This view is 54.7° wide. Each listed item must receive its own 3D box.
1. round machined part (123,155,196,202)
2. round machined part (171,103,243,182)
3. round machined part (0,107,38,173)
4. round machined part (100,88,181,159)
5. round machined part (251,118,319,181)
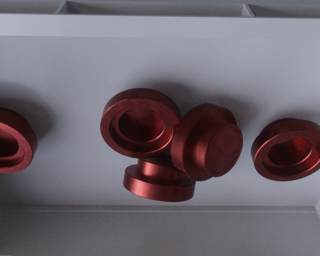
[{"bbox_3d":[0.001,0.063,0.426,0.099,0.098,0.042,9,97,-8],"label":"round machined part"},{"bbox_3d":[0.064,0.022,0.382,0.099,0.042,0.097,-17,117,-35],"label":"round machined part"},{"bbox_3d":[-0.211,0.011,0.405,0.099,0.042,0.097,0,130,0],"label":"round machined part"},{"bbox_3d":[-0.023,-0.010,0.389,0.099,0.042,0.097,0,130,0],"label":"round machined part"},{"bbox_3d":[0.173,0.025,0.421,0.099,0.042,0.097,0,130,0],"label":"round machined part"}]
